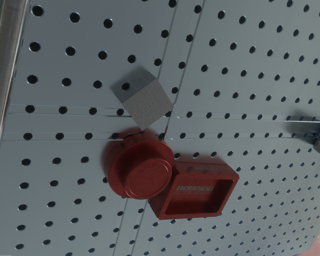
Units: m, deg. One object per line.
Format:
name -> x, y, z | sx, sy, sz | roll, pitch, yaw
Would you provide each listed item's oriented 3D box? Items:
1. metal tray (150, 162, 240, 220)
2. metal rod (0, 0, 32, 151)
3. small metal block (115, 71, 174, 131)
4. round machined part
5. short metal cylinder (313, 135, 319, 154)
metal tray -> 0.058, 0.103, 0.505 | 0.131, 0.030, 0.089 | 7, 115, -32
metal rod -> -0.175, 0.006, 0.319 | 0.025, 0.025, 0.298 | 9, 114, -33
small metal block -> -0.018, -0.033, 0.382 | 0.050, 0.025, 0.050 | -37, 130, -4
round machined part -> -0.023, 0.059, 0.426 | 0.099, 0.042, 0.097 | -14, 124, -21
short metal cylinder -> 0.343, 0.034, 0.588 | 0.081, 0.080, 0.050 | 10, 113, -33
